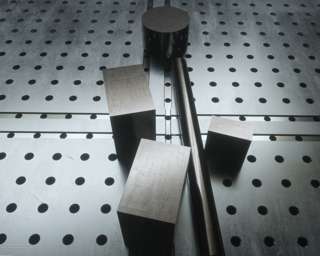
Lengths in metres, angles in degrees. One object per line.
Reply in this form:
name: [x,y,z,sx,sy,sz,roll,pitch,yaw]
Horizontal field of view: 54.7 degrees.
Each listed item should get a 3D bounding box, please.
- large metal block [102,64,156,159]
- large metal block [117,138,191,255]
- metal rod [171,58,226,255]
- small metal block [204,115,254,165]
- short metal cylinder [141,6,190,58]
large metal block: [-0.038,-0.021,0.389,0.050,0.080,0.080,-10,51,-8]
large metal block: [-0.003,0.070,0.313,0.050,0.080,0.080,10,51,8]
metal rod: [0.041,0.013,0.397,0.025,0.025,0.300,-3,50,-3]
small metal block: [0.083,0.015,0.380,0.050,0.050,0.025,14,52,11]
short metal cylinder: [0.010,-0.165,0.530,0.081,0.050,0.080,0,50,0]
